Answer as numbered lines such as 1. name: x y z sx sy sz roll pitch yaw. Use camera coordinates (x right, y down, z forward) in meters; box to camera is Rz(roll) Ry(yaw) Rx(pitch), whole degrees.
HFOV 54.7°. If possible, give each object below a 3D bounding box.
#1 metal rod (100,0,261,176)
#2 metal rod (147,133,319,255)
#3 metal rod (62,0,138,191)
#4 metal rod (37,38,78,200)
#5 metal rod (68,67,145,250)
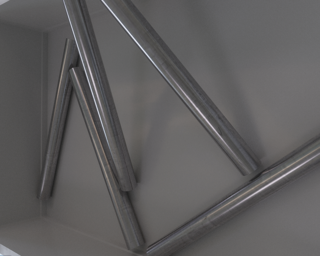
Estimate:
1. metal rod: 0.003 -0.073 0.325 0.025 0.025 0.300 -38 92 33
2. metal rod: 0.085 0.079 0.336 0.299 0.025 0.025 -44 64 31
3. metal rod: -0.076 -0.051 0.392 0.025 0.025 0.298 6 118 40
4. metal rod: -0.184 -0.009 0.559 0.025 0.025 0.298 24 105 37
5. metal rod: -0.088 0.035 0.479 0.025 0.025 0.299 -35 68 34
